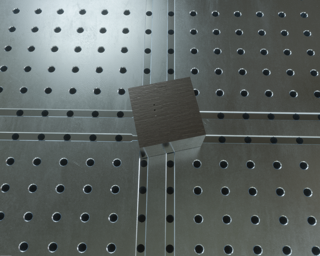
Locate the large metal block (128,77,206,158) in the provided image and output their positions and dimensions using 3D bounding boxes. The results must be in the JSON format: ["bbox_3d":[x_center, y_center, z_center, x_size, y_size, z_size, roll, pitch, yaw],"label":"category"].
[{"bbox_3d":[0.007,-0.013,0.402,0.080,0.050,0.080,-11,71,-4],"label":"large metal block"}]
